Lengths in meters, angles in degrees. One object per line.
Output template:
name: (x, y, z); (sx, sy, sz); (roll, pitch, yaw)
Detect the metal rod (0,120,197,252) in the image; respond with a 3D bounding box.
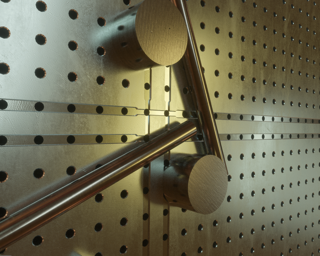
metal rod: (-0.065, 0.057, 0.354); (0.302, 0.025, 0.025); (-27, 108, -37)

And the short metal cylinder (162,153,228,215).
short metal cylinder: (0.050, 0.076, 0.435); (0.081, 0.050, 0.079); (0, 90, -40)

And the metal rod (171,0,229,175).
metal rod: (0.055, -0.065, 0.454); (0.025, 0.025, 0.298); (-27, 107, -37)

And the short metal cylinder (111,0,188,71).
short metal cylinder: (-0.012, -0.114, 0.382); (0.081, 0.050, 0.079); (0, 90, -40)
